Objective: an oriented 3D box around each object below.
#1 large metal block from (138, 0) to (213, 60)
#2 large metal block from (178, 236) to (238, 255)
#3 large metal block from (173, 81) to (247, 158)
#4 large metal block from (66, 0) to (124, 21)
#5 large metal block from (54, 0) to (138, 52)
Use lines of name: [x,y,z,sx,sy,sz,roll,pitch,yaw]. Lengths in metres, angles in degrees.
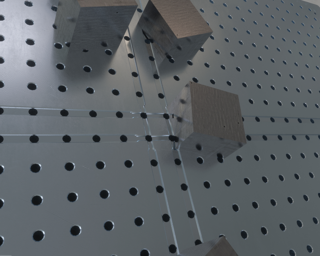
large metal block: [0.025,-0.164,0.505,0.081,0.050,0.080,-23,74,-36]
large metal block: [0.030,0.156,0.294,0.081,0.080,0.050,-29,78,-37]
large metal block: [0.067,-0.010,0.434,0.081,0.050,0.080,12,57,-21]
large metal block: [-0.105,-0.220,0.470,0.080,0.050,0.080,47,51,4]
large metal block: [-0.088,-0.152,0.418,0.081,0.080,0.050,-18,71,-35]
